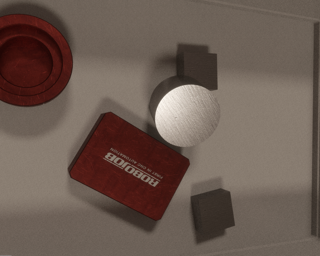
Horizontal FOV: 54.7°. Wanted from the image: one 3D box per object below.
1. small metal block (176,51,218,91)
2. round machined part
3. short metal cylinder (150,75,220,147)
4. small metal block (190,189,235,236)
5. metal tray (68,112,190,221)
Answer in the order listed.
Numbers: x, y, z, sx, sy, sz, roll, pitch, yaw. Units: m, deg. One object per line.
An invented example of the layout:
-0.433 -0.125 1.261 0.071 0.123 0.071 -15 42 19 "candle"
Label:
0.051 -0.077 0.431 0.050 0.025 0.050 -2 91 -21 "small metal block"
-0.150 -0.072 0.346 0.099 0.042 0.097 0 90 -21 "round machined part"
0.030 -0.023 0.394 0.081 0.050 0.079 -4 113 -9 "short metal cylinder"
0.075 0.118 0.440 0.050 0.025 0.050 -10 94 -20 "small metal block"
-0.037 0.049 0.395 0.130 0.030 0.090 32 79 -18 "metal tray"
